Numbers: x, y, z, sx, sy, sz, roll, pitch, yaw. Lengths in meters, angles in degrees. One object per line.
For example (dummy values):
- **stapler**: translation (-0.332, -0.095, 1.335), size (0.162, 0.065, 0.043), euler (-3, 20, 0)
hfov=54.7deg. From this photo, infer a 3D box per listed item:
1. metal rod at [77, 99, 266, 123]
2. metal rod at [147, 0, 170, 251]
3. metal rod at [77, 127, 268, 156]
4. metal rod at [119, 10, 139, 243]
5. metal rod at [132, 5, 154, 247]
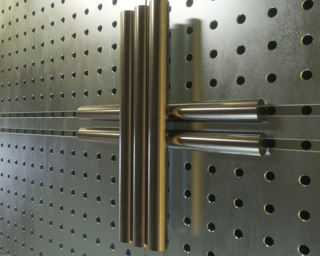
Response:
- **metal rod**: translation (-0.011, -0.021, 0.417), size (0.300, 0.025, 0.025), euler (1, 91, 39)
- **metal rod**: translation (-0.002, -0.004, 0.377), size (0.025, 0.025, 0.298), euler (1, 91, 39)
- **metal rod**: translation (-0.009, 0.014, 0.415), size (0.300, 0.025, 0.025), euler (1, 91, 39)
- **metal rod**: translation (-0.041, -0.002, 0.409), size (0.025, 0.025, 0.298), euler (1, 91, 39)
- **metal rod**: translation (-0.021, -0.002, 0.393), size (0.025, 0.025, 0.298), euler (1, 91, 39)
